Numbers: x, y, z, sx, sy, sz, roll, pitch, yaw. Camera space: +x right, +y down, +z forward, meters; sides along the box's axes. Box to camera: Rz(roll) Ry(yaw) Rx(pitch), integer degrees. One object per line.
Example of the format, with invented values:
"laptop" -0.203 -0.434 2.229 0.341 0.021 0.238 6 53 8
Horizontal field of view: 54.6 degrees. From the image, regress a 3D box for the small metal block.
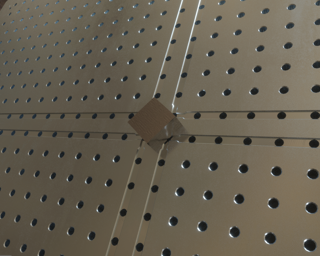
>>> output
"small metal block" -0.007 -0.006 0.417 0.050 0.025 0.050 -44 51 -2
